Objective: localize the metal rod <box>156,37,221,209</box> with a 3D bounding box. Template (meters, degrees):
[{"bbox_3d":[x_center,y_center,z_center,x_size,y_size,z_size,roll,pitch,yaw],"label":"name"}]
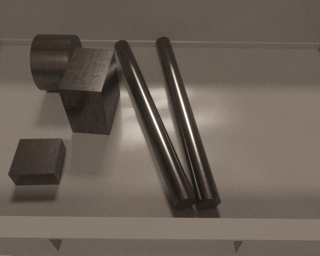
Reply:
[{"bbox_3d":[0.030,-0.031,0.431,0.025,0.025,0.300,-7,50,-6],"label":"metal rod"}]

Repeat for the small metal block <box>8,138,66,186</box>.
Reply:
[{"bbox_3d":[-0.144,0.040,0.370,0.050,0.025,0.050,-1,50,-2],"label":"small metal block"}]

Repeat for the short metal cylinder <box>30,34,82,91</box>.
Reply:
[{"bbox_3d":[-0.145,-0.093,0.446,0.050,0.080,0.080,1,50,1],"label":"short metal cylinder"}]

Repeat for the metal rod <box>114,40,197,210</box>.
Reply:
[{"bbox_3d":[-0.018,-0.027,0.427,0.025,0.025,0.299,-14,52,-12],"label":"metal rod"}]

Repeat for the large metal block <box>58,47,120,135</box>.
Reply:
[{"bbox_3d":[-0.088,-0.048,0.409,0.050,0.080,0.080,4,50,3],"label":"large metal block"}]
